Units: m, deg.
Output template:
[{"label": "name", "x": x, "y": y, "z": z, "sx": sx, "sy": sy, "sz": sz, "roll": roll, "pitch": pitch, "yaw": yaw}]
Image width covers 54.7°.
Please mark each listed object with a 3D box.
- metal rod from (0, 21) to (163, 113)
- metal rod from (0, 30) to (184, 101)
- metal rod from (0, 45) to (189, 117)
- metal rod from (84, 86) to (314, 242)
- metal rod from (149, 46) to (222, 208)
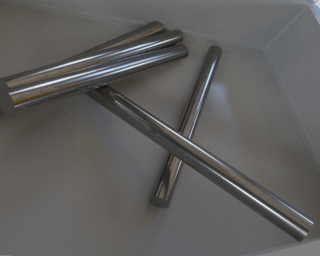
[{"label": "metal rod", "x": -0.099, "y": -0.087, "z": 0.405, "sx": 0.025, "sy": 0.025, "sz": 0.302, "roll": 48, "pitch": 51, "yaw": 5}, {"label": "metal rod", "x": -0.061, "y": -0.093, "z": 0.405, "sx": 0.025, "sy": 0.025, "sz": 0.302, "roll": 50, "pitch": 44, "yaw": 7}, {"label": "metal rod", "x": -0.050, "y": -0.072, "z": 0.386, "sx": 0.025, "sy": 0.025, "sz": 0.302, "roll": 51, "pitch": 40, "yaw": 7}, {"label": "metal rod", "x": 0.019, "y": 0.018, "z": 0.341, "sx": 0.300, "sy": 0.025, "sz": 0.025, "roll": 34, "pitch": 48, "yaw": 20}, {"label": "metal rod", "x": 0.047, "y": -0.024, "z": 0.445, "sx": 0.025, "sy": 0.025, "sz": 0.301, "roll": 31, "pitch": 52, "yaw": -9}]
